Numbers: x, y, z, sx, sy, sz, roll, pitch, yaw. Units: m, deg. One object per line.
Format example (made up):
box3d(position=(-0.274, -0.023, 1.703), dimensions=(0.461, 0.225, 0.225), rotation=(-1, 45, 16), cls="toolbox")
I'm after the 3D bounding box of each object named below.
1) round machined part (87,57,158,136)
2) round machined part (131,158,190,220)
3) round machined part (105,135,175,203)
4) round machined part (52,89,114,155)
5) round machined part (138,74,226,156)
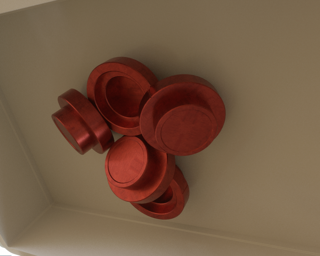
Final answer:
box3d(position=(-0.039, -0.042, 0.389), dimensions=(0.098, 0.042, 0.097), rotation=(13, 124, 21), cls="round machined part")
box3d(position=(-0.003, 0.081, 0.447), dimensions=(0.098, 0.042, 0.097), rotation=(13, 124, 21), cls="round machined part")
box3d(position=(-0.033, 0.047, 0.405), dimensions=(0.098, 0.098, 0.042), rotation=(-6, 159, 31), cls="round machined part")
box3d(position=(-0.110, -0.002, 0.424), dimensions=(0.098, 0.042, 0.098), rotation=(41, 156, 23), cls="round machined part")
box3d(position=(0.026, -0.007, 0.348), dimensions=(0.099, 0.042, 0.097), rotation=(-4, 125, -6), cls="round machined part")
